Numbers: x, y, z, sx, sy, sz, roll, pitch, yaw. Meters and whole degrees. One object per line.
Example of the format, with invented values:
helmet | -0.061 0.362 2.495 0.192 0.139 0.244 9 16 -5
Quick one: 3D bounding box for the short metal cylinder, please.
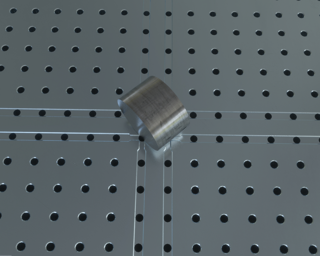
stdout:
short metal cylinder | -0.008 -0.018 0.388 0.050 0.080 0.080 -39 75 -13
